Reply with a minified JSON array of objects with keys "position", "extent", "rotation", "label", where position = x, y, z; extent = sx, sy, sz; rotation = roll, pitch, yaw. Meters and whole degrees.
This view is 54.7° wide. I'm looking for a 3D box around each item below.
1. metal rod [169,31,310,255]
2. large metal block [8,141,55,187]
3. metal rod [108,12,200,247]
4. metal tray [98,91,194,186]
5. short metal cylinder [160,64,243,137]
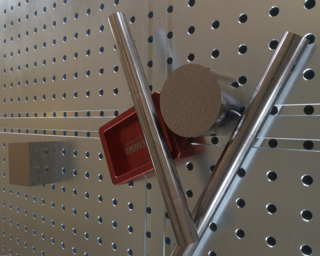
[{"position":[0.077,0.041,0.345],"extent":[0.025,0.025,0.298],"rotation":[36,112,34],"label":"metal rod"},{"position":[-0.248,0.067,0.598],"extent":[0.080,0.050,0.080],"rotation":[-4,88,40],"label":"large metal block"},{"position":[-0.013,-0.010,0.380],"extent":[0.025,0.025,0.299],"rotation":[-29,72,36],"label":"metal rod"},{"position":[-0.025,0.018,0.426],"extent":[0.130,0.030,0.090],"rotation":[-28,72,36],"label":"metal tray"},{"position":[0.047,-0.030,0.354],"extent":[0.080,0.050,0.079],"rotation":[0,90,40],"label":"short metal cylinder"}]
